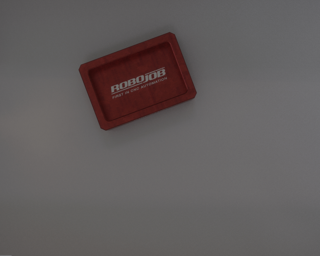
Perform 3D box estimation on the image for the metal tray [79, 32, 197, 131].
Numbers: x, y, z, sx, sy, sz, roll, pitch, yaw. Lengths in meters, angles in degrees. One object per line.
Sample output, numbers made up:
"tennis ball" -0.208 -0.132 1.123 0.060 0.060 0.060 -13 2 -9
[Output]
"metal tray" -0.028 -0.060 0.408 0.131 0.030 0.090 -20 90 0
